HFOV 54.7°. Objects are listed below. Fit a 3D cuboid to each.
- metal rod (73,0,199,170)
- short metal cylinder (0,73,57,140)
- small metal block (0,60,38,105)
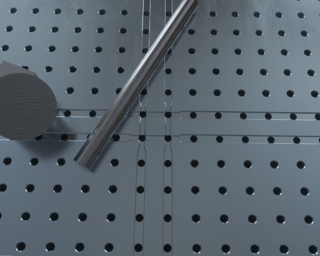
[{"bbox_3d":[-0.025,-0.075,0.438,0.025,0.025,0.300,28,72,9],"label":"metal rod"},{"bbox_3d":[-0.173,-0.025,0.389,0.081,0.050,0.079,0,91,-21],"label":"short metal cylinder"},{"bbox_3d":[-0.204,-0.059,0.431,0.050,0.025,0.050,22,71,7],"label":"small metal block"}]
